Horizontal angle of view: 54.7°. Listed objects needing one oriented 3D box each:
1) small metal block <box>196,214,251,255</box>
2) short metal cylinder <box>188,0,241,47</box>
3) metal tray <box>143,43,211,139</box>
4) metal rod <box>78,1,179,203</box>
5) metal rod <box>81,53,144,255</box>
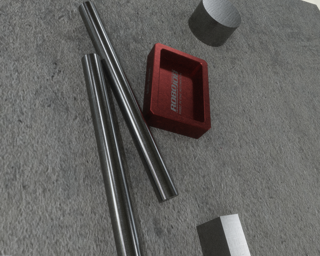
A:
[{"bbox_3d":[0.070,0.129,0.349,0.025,0.050,0.050,1,61,-28],"label":"small metal block"},{"bbox_3d":[0.099,-0.195,0.563,0.081,0.050,0.080,14,56,-21],"label":"short metal cylinder"},{"bbox_3d":[0.025,-0.055,0.449,0.091,0.030,0.130,16,55,-20],"label":"metal tray"},{"bbox_3d":[-0.048,-0.047,0.407,0.025,0.025,0.299,-12,68,-33],"label":"metal rod"},{"bbox_3d":[-0.054,0.041,0.350,0.025,0.025,0.299,-1,62,-29],"label":"metal rod"}]
